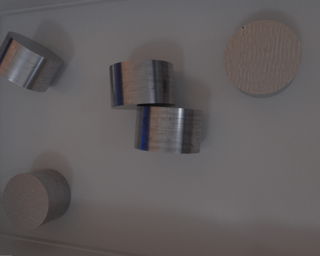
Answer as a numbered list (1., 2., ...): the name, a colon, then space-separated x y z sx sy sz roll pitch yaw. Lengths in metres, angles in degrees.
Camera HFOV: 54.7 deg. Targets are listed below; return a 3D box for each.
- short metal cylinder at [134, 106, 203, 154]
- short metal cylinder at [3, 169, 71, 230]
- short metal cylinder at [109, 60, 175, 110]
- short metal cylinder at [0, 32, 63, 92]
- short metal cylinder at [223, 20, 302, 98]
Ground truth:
1. short metal cylinder: 0.010 0.001 0.377 0.080 0.080 0.050 5 92 19
2. short metal cylinder: -0.182 0.104 0.459 0.080 0.050 0.079 0 90 19
3. short metal cylinder: -0.022 -0.051 0.388 0.080 0.080 0.050 -3 89 19
4. short metal cylinder: -0.190 -0.095 0.446 0.080 0.080 0.050 37 102 16
5. short metal cylinder: 0.117 -0.076 0.356 0.080 0.050 0.079 0 90 19
